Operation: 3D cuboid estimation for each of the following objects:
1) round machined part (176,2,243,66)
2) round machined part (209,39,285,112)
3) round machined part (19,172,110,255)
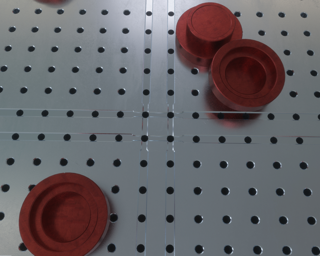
[{"bbox_3d":[0.072,-0.144,0.456,0.099,0.042,0.098,0,70,0],"label":"round machined part"},{"bbox_3d":[0.115,-0.068,0.425,0.099,0.042,0.098,1,75,-3],"label":"round machined part"},{"bbox_3d":[-0.107,0.104,0.364,0.099,0.042,0.098,0,70,0],"label":"round machined part"}]
